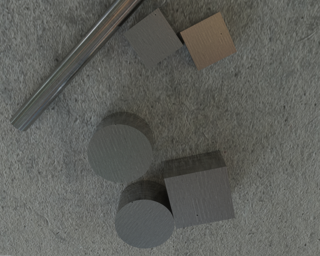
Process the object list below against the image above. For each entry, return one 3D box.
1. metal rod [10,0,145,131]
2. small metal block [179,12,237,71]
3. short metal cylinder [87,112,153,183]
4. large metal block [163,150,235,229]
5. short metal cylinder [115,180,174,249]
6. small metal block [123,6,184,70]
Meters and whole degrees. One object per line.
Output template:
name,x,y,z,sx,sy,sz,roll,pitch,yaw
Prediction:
metal rod,-0.079,-0.105,0.370,0.025,0.025,0.299,43,104,-14
small metal block,0.057,-0.104,0.372,0.050,0.025,0.050,-26,108,8
short metal cylinder,-0.049,0.024,0.405,0.081,0.050,0.079,0,110,0
large metal block,0.053,0.084,0.428,0.080,0.050,0.080,-12,110,4
short metal cylinder,-0.021,0.122,0.441,0.081,0.050,0.079,0,110,0
small metal block,-0.006,-0.106,0.367,0.050,0.025,0.050,-31,107,18
